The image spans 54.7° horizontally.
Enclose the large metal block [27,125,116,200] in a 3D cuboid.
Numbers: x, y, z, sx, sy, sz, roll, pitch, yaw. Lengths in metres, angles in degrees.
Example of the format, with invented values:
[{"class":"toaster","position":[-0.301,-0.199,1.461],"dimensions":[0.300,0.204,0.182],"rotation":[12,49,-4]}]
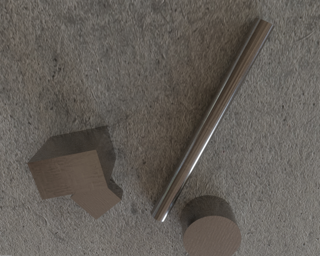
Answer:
[{"class":"large metal block","position":[-0.106,0.041,0.394],"dimensions":[0.080,0.080,0.050],"rotation":[-11,110,4]}]

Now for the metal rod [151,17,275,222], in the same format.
[{"class":"metal rod","position":[0.061,0.002,0.411],"dimensions":[0.025,0.025,0.298],"rotation":[23,108,-9]}]

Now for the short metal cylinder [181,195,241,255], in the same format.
[{"class":"short metal cylinder","position":[0.072,0.146,0.451],"dimensions":[0.081,0.050,0.079],"rotation":[0,110,-1]}]

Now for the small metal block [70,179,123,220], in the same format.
[{"class":"small metal block","position":[-0.089,0.095,0.444],"dimensions":[0.050,0.025,0.050],"rotation":[-40,106,13]}]
